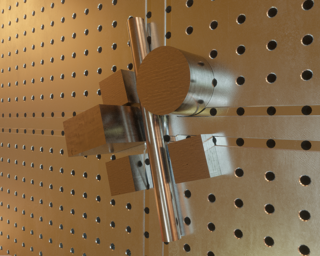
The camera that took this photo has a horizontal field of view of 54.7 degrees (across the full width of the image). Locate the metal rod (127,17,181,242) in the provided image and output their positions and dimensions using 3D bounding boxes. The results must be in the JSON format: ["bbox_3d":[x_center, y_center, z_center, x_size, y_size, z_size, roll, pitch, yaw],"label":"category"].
[{"bbox_3d":[-0.010,-0.004,0.415,0.025,0.025,0.298,-16,80,38],"label":"metal rod"}]

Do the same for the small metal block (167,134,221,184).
[{"bbox_3d":[0.041,0.037,0.374,0.050,0.025,0.050,-19,78,38],"label":"small metal block"}]

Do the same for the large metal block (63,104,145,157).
[{"bbox_3d":[-0.074,0.005,0.430,0.080,0.081,0.050,-19,78,38],"label":"large metal block"}]

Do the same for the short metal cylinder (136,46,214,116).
[{"bbox_3d":[0.018,-0.055,0.376,0.080,0.050,0.079,0,90,39],"label":"short metal cylinder"}]

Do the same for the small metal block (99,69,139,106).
[{"bbox_3d":[-0.060,-0.052,0.456,0.050,0.025,0.050,-22,76,37],"label":"small metal block"}]

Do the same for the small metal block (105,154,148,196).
[{"bbox_3d":[-0.049,0.068,0.447,0.050,0.025,0.050,-20,78,38],"label":"small metal block"}]
